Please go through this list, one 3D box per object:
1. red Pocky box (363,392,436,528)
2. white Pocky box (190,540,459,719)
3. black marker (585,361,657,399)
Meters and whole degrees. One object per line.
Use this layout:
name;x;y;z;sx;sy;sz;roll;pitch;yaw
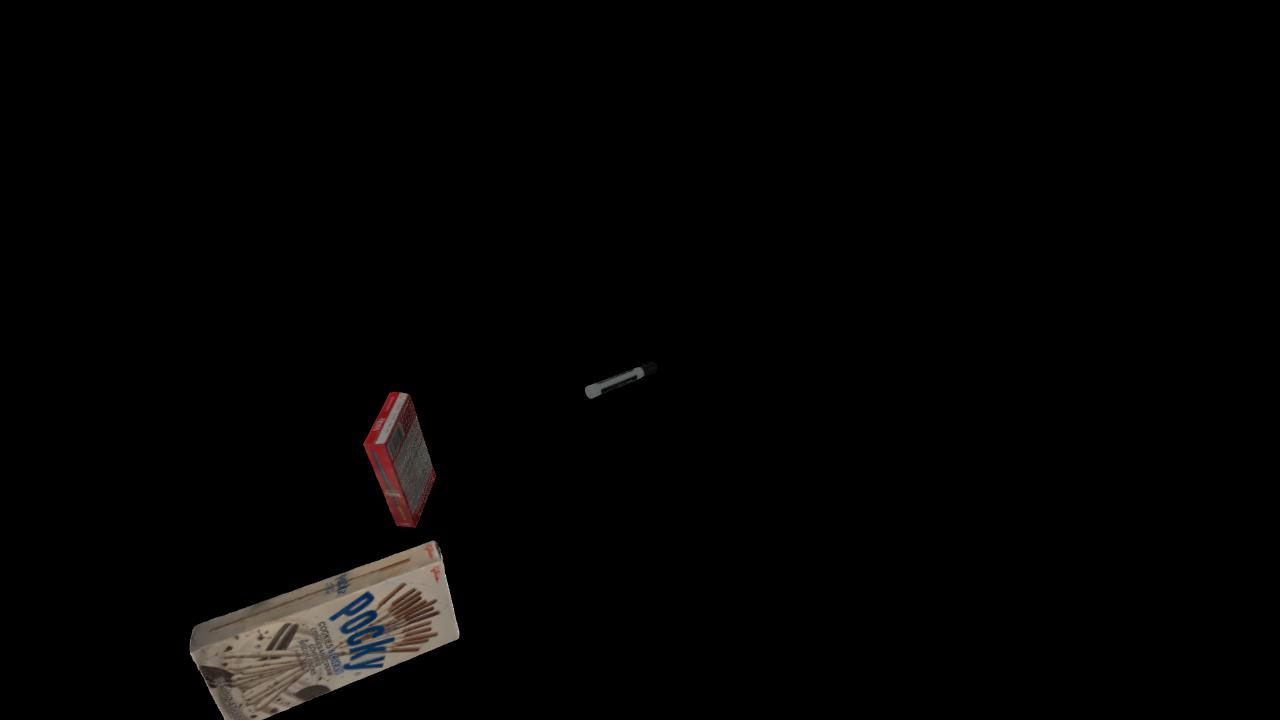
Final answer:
red Pocky box;-0.282;0.122;0.731;0.028;0.155;0.083;2;40;1
white Pocky box;-0.211;0.190;0.431;0.154;0.084;0.028;-15;29;-25
black marker;-0.024;0.027;0.883;0.121;0.020;0.020;-21;11;-32
